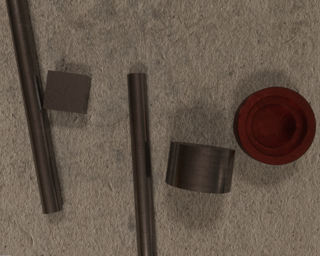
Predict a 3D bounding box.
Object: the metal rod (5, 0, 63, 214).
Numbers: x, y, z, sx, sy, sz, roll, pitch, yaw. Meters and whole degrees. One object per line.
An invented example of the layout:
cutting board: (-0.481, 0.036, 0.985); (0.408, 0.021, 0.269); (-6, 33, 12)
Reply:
metal rod: (-0.167, -0.038, 0.407); (0.025, 0.025, 0.298); (-10, 90, 0)

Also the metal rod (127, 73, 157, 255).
metal rod: (-0.022, 0.078, 0.409); (0.025, 0.025, 0.298); (-3, 90, -1)

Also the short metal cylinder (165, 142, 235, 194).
short metal cylinder: (0.050, 0.047, 0.383); (0.081, 0.080, 0.050); (7, 90, -1)

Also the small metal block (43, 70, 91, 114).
small metal block: (-0.122, -0.046, 0.408); (0.050, 0.025, 0.050); (7, 90, -1)

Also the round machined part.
round machined part: (0.144, -0.003, 0.403); (0.099, 0.042, 0.097); (0, 90, -1)
